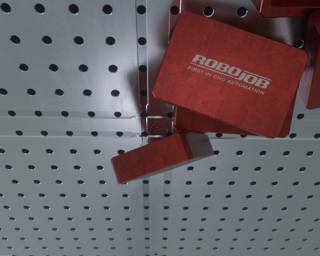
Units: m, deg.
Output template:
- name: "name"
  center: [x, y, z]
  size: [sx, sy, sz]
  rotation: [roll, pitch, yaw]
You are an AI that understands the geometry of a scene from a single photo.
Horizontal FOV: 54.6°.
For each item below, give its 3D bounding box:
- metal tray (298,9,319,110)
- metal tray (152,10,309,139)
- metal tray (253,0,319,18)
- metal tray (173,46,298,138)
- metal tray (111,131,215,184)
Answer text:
- name: "metal tray"
  center: [0.200, -0.074, 0.320]
  size: [0.090, 0.030, 0.130]
  rotation: [-14, 148, 11]
- name: "metal tray"
  center: [0.068, -0.052, 0.313]
  size: [0.131, 0.030, 0.090]
  rotation: [20, 93, 3]
- name: "metal tray"
  center: [0.159, -0.151, 0.281]
  size: [0.131, 0.030, 0.089]
  rotation: [-1, 130, 0]
- name: "metal tray"
  center: [0.084, -0.040, 0.349]
  size: [0.131, 0.030, 0.089]
  rotation: [4, 102, -4]
- name: "metal tray"
  center: [0.010, 0.035, 0.385]
  size: [0.090, 0.030, 0.130]
  rotation: [-22, 170, 17]
